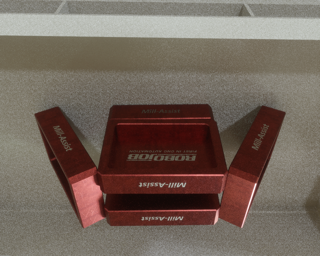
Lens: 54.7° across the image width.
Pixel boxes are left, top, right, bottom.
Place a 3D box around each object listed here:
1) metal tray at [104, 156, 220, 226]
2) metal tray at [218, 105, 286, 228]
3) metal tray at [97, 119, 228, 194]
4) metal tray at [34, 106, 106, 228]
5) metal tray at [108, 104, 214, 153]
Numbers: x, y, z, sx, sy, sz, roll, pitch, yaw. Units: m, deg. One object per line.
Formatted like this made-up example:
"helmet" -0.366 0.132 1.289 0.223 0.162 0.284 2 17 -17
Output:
"metal tray" 0.002 0.075 0.388 0.131 0.090 0.030 0 130 -1
"metal tray" 0.113 0.043 0.378 0.030 0.131 0.089 20 134 22
"metal tray" 0.003 0.029 0.349 0.131 0.090 0.030 0 130 -1
"metal tray" -0.110 0.044 0.377 0.030 0.130 0.089 -22 136 -24
"metal tray" 0.002 0.013 0.415 0.131 0.030 0.089 -1 130 -1
